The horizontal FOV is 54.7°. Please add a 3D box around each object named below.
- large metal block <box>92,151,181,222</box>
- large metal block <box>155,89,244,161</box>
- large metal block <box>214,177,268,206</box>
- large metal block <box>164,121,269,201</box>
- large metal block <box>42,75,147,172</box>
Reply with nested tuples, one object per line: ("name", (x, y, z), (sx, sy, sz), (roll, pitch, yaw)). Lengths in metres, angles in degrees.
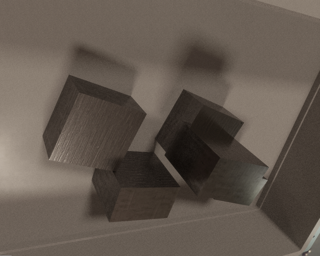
("large metal block", (-0.034, 0.072, 0.401), (0.081, 0.080, 0.050), (6, 115, -32))
("large metal block", (0.054, 0.004, 0.426), (0.080, 0.050, 0.080), (19, 108, -36))
("large metal block", (0.100, 0.069, 0.473), (0.080, 0.080, 0.050), (19, 108, -36))
("large metal block", (0.065, 0.040, 0.370), (0.081, 0.080, 0.050), (14, 111, -34))
("large metal block", (-0.075, -0.003, 0.351), (0.081, 0.050, 0.080), (17, 109, -35))
